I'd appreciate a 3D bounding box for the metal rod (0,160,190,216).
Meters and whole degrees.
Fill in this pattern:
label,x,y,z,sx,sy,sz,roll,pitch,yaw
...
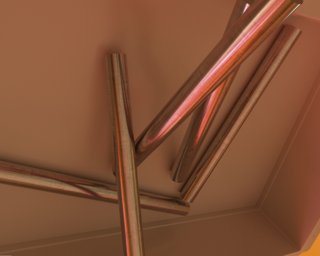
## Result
label,x,y,z,sx,sy,sz,roll,pitch,yaw
metal rod,-0.072,0.090,0.425,0.302,0.025,0.025,21,107,-37

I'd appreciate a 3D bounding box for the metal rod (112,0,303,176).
label,x,y,z,sx,sy,sz,roll,pitch,yaw
metal rod,0.015,-0.015,0.310,0.025,0.025,0.298,3,149,-30

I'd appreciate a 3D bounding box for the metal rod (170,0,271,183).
label,x,y,z,sx,sy,sz,roll,pitch,yaw
metal rod,0.050,-0.013,0.353,0.025,0.025,0.298,-15,149,-20

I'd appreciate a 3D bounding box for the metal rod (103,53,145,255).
label,x,y,z,sx,sy,sz,roll,pitch,yaw
metal rod,-0.037,0.068,0.357,0.025,0.025,0.298,-8,99,-25

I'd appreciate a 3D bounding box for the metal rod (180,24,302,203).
label,x,y,z,sx,sy,sz,roll,pitch,yaw
metal rod,0.114,-0.012,0.465,0.025,0.025,0.298,18,109,-36
